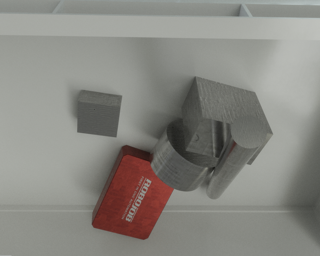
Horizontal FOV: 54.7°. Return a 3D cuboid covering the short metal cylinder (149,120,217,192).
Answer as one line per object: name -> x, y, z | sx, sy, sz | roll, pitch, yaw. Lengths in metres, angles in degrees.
short metal cylinder -> 0.033, 0.035, 0.403 | 0.080, 0.080, 0.050 | 20, 127, -17

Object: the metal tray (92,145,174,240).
metal tray -> -0.036, 0.099, 0.461 | 0.091, 0.030, 0.129 | 20, 107, -17

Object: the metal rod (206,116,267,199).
metal rod -> 0.075, 0.053, 0.361 | 0.025, 0.025, 0.299 | -4, 160, 3

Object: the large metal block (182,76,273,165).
large metal block -> 0.074, -0.010, 0.366 | 0.081, 0.080, 0.050 | 13, 129, -12

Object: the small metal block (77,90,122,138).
small metal block -> -0.077, -0.018, 0.393 | 0.050, 0.025, 0.050 | 8, 130, -7
